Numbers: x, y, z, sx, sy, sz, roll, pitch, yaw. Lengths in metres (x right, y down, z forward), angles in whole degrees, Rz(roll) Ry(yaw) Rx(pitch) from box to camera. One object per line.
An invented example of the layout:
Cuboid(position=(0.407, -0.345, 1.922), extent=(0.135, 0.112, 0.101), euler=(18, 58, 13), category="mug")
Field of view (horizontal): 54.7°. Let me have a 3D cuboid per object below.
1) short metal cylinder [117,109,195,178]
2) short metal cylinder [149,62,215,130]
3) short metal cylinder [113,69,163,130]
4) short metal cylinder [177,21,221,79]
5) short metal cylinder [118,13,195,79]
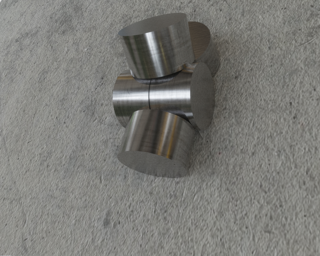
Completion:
Cuboid(position=(-0.004, 0.020, 0.359), extent=(0.080, 0.080, 0.050), euler=(0, 62, 28), category="short metal cylinder")
Cuboid(position=(0.029, -0.037, 0.376), extent=(0.050, 0.080, 0.080), euler=(0, 62, 29), category="short metal cylinder")
Cuboid(position=(-0.016, -0.037, 0.401), extent=(0.050, 0.080, 0.080), euler=(1, 62, 28), category="short metal cylinder")
Cuboid(position=(0.039, -0.100, 0.430), extent=(0.080, 0.050, 0.080), euler=(-13, 56, 20), category="short metal cylinder")
Cuboid(position=(-0.003, -0.098, 0.365), extent=(0.080, 0.050, 0.080), euler=(-12, 29, 7), category="short metal cylinder")
